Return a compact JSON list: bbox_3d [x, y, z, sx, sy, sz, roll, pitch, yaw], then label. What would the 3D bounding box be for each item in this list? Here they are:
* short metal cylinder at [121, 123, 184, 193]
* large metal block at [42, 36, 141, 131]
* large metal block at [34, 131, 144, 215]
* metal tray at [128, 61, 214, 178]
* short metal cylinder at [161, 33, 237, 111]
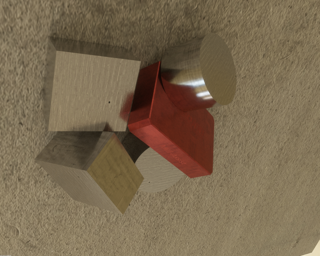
[{"bbox_3d":[-0.008,0.039,0.413,0.081,0.050,0.079,-14,124,-21],"label":"short metal cylinder"},{"bbox_3d":[-0.074,-0.043,0.322,0.081,0.050,0.079,1,118,-29],"label":"large metal block"},{"bbox_3d":[-0.077,0.047,0.351,0.050,0.080,0.080,-59,139,-33],"label":"large metal block"},{"bbox_3d":[0.021,-0.006,0.376,0.030,0.090,0.130,-17,139,33],"label":"metal tray"},{"bbox_3d":[0.046,-0.062,0.354,0.080,0.050,0.080,12,74,-49],"label":"short metal cylinder"}]
